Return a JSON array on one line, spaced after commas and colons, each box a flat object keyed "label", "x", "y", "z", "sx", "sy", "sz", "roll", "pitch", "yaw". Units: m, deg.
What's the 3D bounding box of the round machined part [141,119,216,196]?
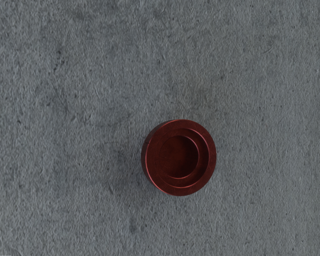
[{"label": "round machined part", "x": 0.021, "y": 0.037, "z": 0.410, "sx": 0.099, "sy": 0.042, "sz": 0.097, "roll": 0, "pitch": 90, "yaw": -21}]
